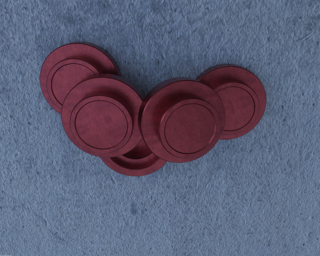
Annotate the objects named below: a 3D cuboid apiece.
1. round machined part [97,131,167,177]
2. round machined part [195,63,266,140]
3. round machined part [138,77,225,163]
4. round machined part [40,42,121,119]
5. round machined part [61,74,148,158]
[{"bbox_3d":[-0.032,0.011,0.405,0.099,0.042,0.097,0,110,-1],"label":"round machined part"},{"bbox_3d":[0.086,-0.030,0.392,0.099,0.042,0.097,0,110,-1],"label":"round machined part"},{"bbox_3d":[0.027,-0.005,0.345,0.099,0.042,0.097,-5,109,-13],"label":"round machined part"},{"bbox_3d":[-0.098,-0.054,0.380,0.099,0.042,0.097,0,110,-1],"label":"round machined part"},{"bbox_3d":[-0.063,-0.010,0.352,0.099,0.042,0.097,0,110,-1],"label":"round machined part"}]
